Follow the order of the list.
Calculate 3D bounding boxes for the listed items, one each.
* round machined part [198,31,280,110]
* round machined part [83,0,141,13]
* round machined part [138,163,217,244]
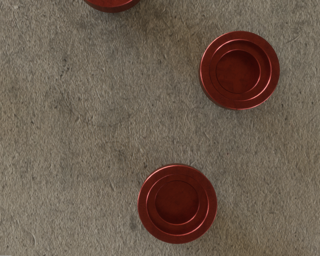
[{"bbox_3d":[0.099,-0.071,0.402,0.099,0.042,0.097,0,90,0],"label":"round machined part"},{"bbox_3d":[-0.062,-0.197,0.401,0.099,0.042,0.097,0,90,0],"label":"round machined part"},{"bbox_3d":[0.022,0.094,0.402,0.099,0.042,0.097,0,90,0],"label":"round machined part"}]
